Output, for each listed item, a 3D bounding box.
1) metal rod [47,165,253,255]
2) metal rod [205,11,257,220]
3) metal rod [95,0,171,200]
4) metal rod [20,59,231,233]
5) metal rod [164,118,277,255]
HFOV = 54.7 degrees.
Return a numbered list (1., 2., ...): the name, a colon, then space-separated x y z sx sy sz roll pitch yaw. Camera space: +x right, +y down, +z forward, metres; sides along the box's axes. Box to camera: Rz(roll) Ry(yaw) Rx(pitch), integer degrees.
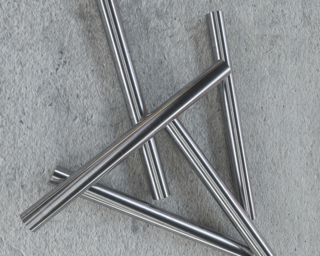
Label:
1. metal rod: 0.002 0.119 0.409 0.301 0.025 0.025 27 81 -18
2. metal rod: 0.103 -0.015 0.446 0.025 0.025 0.298 -12 94 -20
3. metal rod: -0.038 -0.053 0.394 0.025 0.025 0.298 -18 96 -19
4. metal rod: -0.028 0.010 0.370 0.301 0.025 0.025 -39 103 -16
5. metal rod: 0.099 0.110 0.431 0.025 0.025 0.299 -38 97 -16
